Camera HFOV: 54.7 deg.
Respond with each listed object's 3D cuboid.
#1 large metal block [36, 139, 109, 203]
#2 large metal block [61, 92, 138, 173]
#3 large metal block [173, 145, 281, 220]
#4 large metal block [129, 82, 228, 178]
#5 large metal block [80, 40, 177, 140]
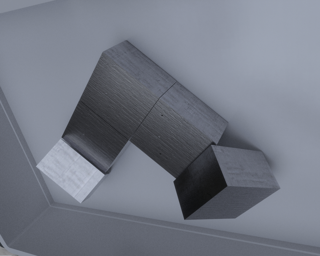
[{"bbox_3d":[-0.127,0.064,0.469,0.080,0.050,0.080,39,172,1],"label":"large metal block"},{"bbox_3d":[-0.079,0.002,0.434,0.080,0.050,0.080,39,129,1],"label":"large metal block"},{"bbox_3d":[0.076,0.067,0.364,0.081,0.050,0.080,9,138,-31],"label":"large metal block"},{"bbox_3d":[0.022,0.005,0.381,0.080,0.050,0.080,39,129,1],"label":"large metal block"},{"bbox_3d":[-0.040,-0.046,0.383,0.080,0.050,0.080,39,129,1],"label":"large metal block"}]
